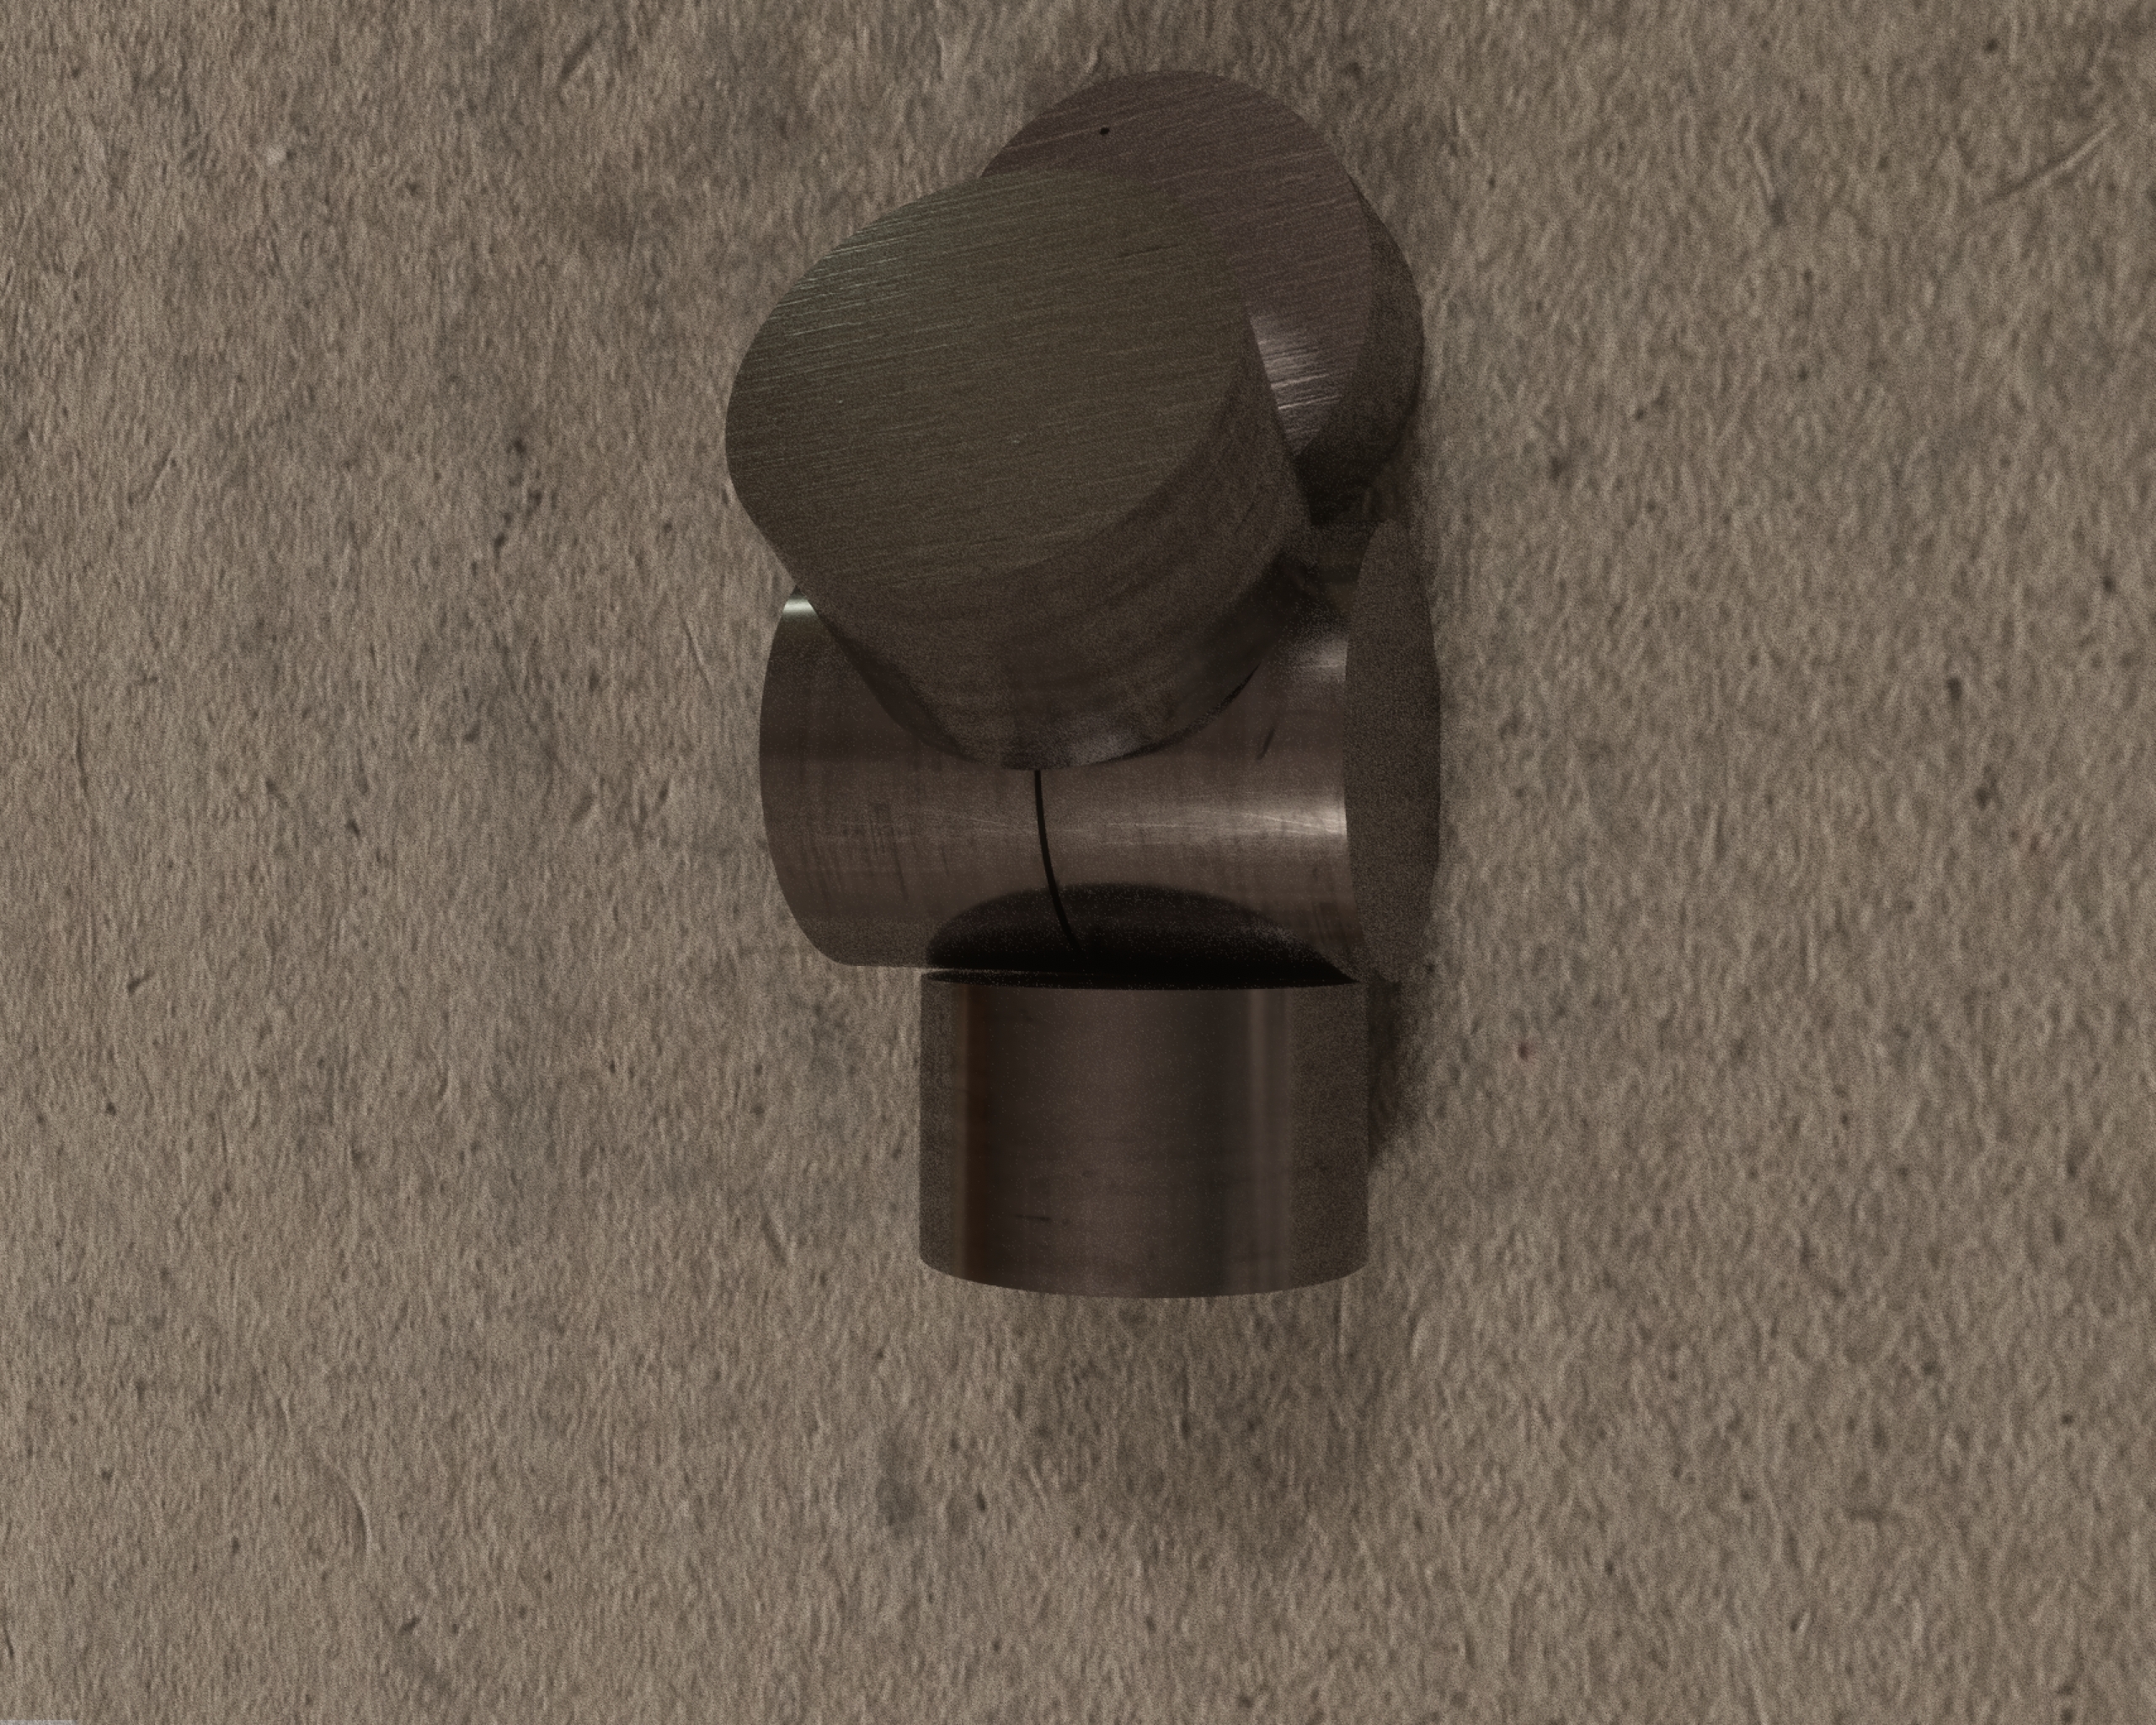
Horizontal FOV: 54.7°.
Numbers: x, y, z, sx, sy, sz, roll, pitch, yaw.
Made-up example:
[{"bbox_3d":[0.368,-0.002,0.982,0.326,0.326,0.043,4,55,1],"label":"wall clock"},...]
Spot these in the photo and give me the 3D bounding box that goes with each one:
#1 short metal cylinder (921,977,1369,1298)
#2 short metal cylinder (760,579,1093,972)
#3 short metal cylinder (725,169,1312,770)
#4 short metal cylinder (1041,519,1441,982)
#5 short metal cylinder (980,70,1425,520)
[{"bbox_3d":[0.012,0.045,0.376,0.080,0.080,0.050,0,90,19],"label":"short metal cylinder"},{"bbox_3d":[-0.017,-0.020,0.387,0.050,0.080,0.079,1,90,19],"label":"short metal cylinder"},{"bbox_3d":[-0.008,-0.061,0.329,0.080,0.050,0.080,-8,59,14],"label":"short metal cylinder"},{"bbox_3d":[0.032,-0.019,0.369,0.050,0.080,0.079,0,90,20],"label":"short metal cylinder"},{"bbox_3d":[0.020,-0.099,0.390,0.080,0.050,0.079,0,90,19],"label":"short metal cylinder"}]
